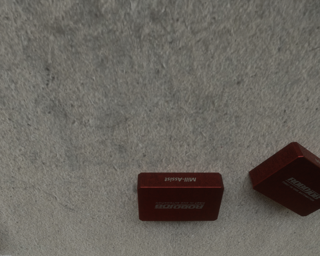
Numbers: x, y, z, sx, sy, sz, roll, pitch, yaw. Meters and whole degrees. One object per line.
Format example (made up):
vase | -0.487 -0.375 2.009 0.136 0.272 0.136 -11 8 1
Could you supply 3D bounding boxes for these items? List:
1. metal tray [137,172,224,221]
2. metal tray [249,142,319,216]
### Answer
metal tray | 0.031 0.112 0.500 0.131 0.030 0.089 0 130 -1
metal tray | 0.215 0.083 0.478 0.131 0.030 0.090 30 124 -24
